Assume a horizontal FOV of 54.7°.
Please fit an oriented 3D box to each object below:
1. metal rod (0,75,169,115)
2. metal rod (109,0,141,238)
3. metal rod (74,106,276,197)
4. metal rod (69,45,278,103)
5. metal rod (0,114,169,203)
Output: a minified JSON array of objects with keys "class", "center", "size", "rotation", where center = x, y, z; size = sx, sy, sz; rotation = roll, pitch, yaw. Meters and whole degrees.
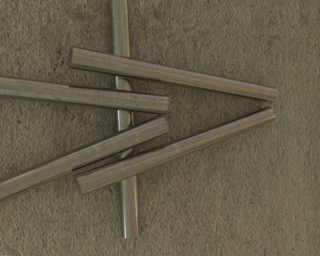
[{"class":"metal rod","center":[-0.138,-0.042,0.344],"size":[0.302,0.025,0.025],"rotation":[5,88,-15]},{"class":"metal rod","center":[-0.045,-0.012,0.394],"size":[0.025,0.025,0.298],"rotation":[-3,91,-20]},{"class":"metal rod","center":[0.038,0.022,0.409],"size":[0.302,0.025,0.025],"rotation":[-18,97,-26]},{"class":"metal rod","center":[0.036,-0.065,0.407],"size":[0.302,0.025,0.025],"rotation":[6,88,-27]},{"class":"metal rod","center":[-0.130,0.051,0.348],"size":[0.302,0.025,0.025],"rotation":[-22,98,-14]}]
